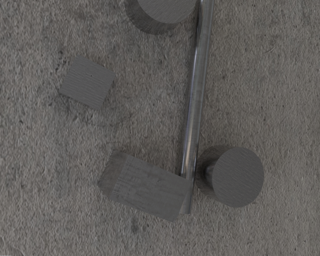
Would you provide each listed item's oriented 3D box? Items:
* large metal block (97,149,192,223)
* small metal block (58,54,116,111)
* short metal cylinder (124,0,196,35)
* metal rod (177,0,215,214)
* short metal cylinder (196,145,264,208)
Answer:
[{"bbox_3d":[-0.022,0.066,0.372,0.080,0.080,0.050,26,82,-18],"label":"large metal block"},{"bbox_3d":[-0.088,-0.054,0.376,0.050,0.025,0.050,25,82,-18],"label":"small metal block"},{"bbox_3d":[-0.001,-0.166,0.395,0.081,0.050,0.079,0,90,-20],"label":"short metal cylinder"},{"bbox_3d":[0.047,-0.035,0.426,0.025,0.025,0.298,8,87,-20],"label":"metal rod"},{"bbox_3d":[0.096,0.065,0.431,0.081,0.050,0.079,0,90,-20],"label":"short metal cylinder"}]
